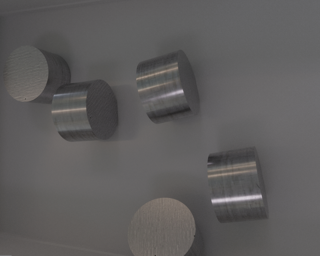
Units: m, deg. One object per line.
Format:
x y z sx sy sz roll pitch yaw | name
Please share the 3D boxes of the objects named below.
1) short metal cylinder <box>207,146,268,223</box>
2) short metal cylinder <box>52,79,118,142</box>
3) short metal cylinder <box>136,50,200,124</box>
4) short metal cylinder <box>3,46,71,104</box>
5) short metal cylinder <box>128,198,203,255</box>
0.089 0.064 0.350 0.050 0.080 0.080 -12 86 20 | short metal cylinder
-0.098 -0.022 0.416 0.050 0.080 0.080 -4 89 20 | short metal cylinder
0.012 -0.049 0.377 0.050 0.080 0.080 -13 86 20 | short metal cylinder
-0.182 -0.077 0.462 0.080 0.050 0.080 0 90 20 | short metal cylinder
0.008 0.132 0.374 0.080 0.050 0.080 -9 49 11 | short metal cylinder
